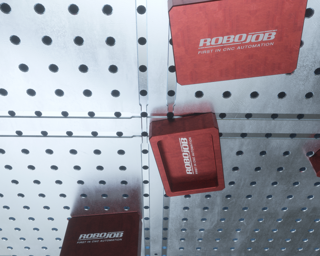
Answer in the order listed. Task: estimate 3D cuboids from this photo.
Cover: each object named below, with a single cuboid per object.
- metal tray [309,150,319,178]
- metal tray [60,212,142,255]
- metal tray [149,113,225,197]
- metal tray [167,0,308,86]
[{"bbox_3d":[0.292,0.029,0.434,0.091,0.030,0.129,19,128,-16],"label":"metal tray"},{"bbox_3d":[-0.099,0.197,0.535,0.131,0.090,0.030,-6,130,5],"label":"metal tray"},{"bbox_3d":[0.042,0.043,0.444,0.090,0.030,0.129,-9,130,7],"label":"metal tray"},{"bbox_3d":[0.078,-0.097,0.326,0.131,0.030,0.090,-6,130,5],"label":"metal tray"}]
